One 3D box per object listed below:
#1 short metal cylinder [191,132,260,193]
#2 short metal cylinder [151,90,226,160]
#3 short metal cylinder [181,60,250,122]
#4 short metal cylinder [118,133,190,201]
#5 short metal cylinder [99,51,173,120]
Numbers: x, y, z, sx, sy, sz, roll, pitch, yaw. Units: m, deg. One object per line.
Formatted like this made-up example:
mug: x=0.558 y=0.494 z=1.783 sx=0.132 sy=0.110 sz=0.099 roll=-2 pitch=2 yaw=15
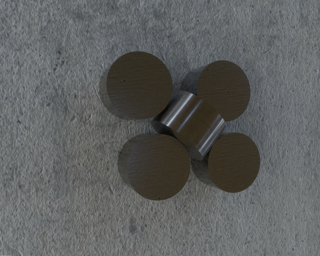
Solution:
short metal cylinder: x=0.090 y=0.045 z=0.431 sx=0.081 sy=0.050 sz=0.079 roll=0 pitch=90 yaw=-21
short metal cylinder: x=0.036 y=-0.003 z=0.396 sx=0.080 sy=0.080 sz=0.050 roll=41 pitch=77 yaw=-16
short metal cylinder: x=0.075 y=-0.048 z=0.424 sx=0.081 sy=0.050 sz=0.079 roll=0 pitch=90 yaw=-21
short metal cylinder: x=-0.009 y=0.047 z=0.394 sx=0.081 sy=0.050 sz=0.079 roll=0 pitch=90 yaw=-21
short metal cylinder: x=-0.031 y=-0.050 z=0.385 sx=0.081 sy=0.050 sz=0.079 roll=0 pitch=90 yaw=-21
